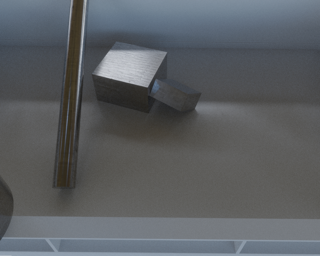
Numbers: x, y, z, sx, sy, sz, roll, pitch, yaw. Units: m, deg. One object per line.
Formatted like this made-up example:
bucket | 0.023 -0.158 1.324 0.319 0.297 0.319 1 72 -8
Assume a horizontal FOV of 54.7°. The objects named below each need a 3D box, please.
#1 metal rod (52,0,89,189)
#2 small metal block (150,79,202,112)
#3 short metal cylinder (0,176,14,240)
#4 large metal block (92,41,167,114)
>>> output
metal rod | -0.110 -0.075 0.395 0.025 0.025 0.299 0 72 -1
small metal block | 0.022 -0.047 0.429 0.050 0.025 0.050 29 19 21
short metal cylinder | -0.143 0.048 0.194 0.081 0.050 0.080 0 50 0
large metal block | -0.041 -0.075 0.452 0.080 0.050 0.080 15 52 12
